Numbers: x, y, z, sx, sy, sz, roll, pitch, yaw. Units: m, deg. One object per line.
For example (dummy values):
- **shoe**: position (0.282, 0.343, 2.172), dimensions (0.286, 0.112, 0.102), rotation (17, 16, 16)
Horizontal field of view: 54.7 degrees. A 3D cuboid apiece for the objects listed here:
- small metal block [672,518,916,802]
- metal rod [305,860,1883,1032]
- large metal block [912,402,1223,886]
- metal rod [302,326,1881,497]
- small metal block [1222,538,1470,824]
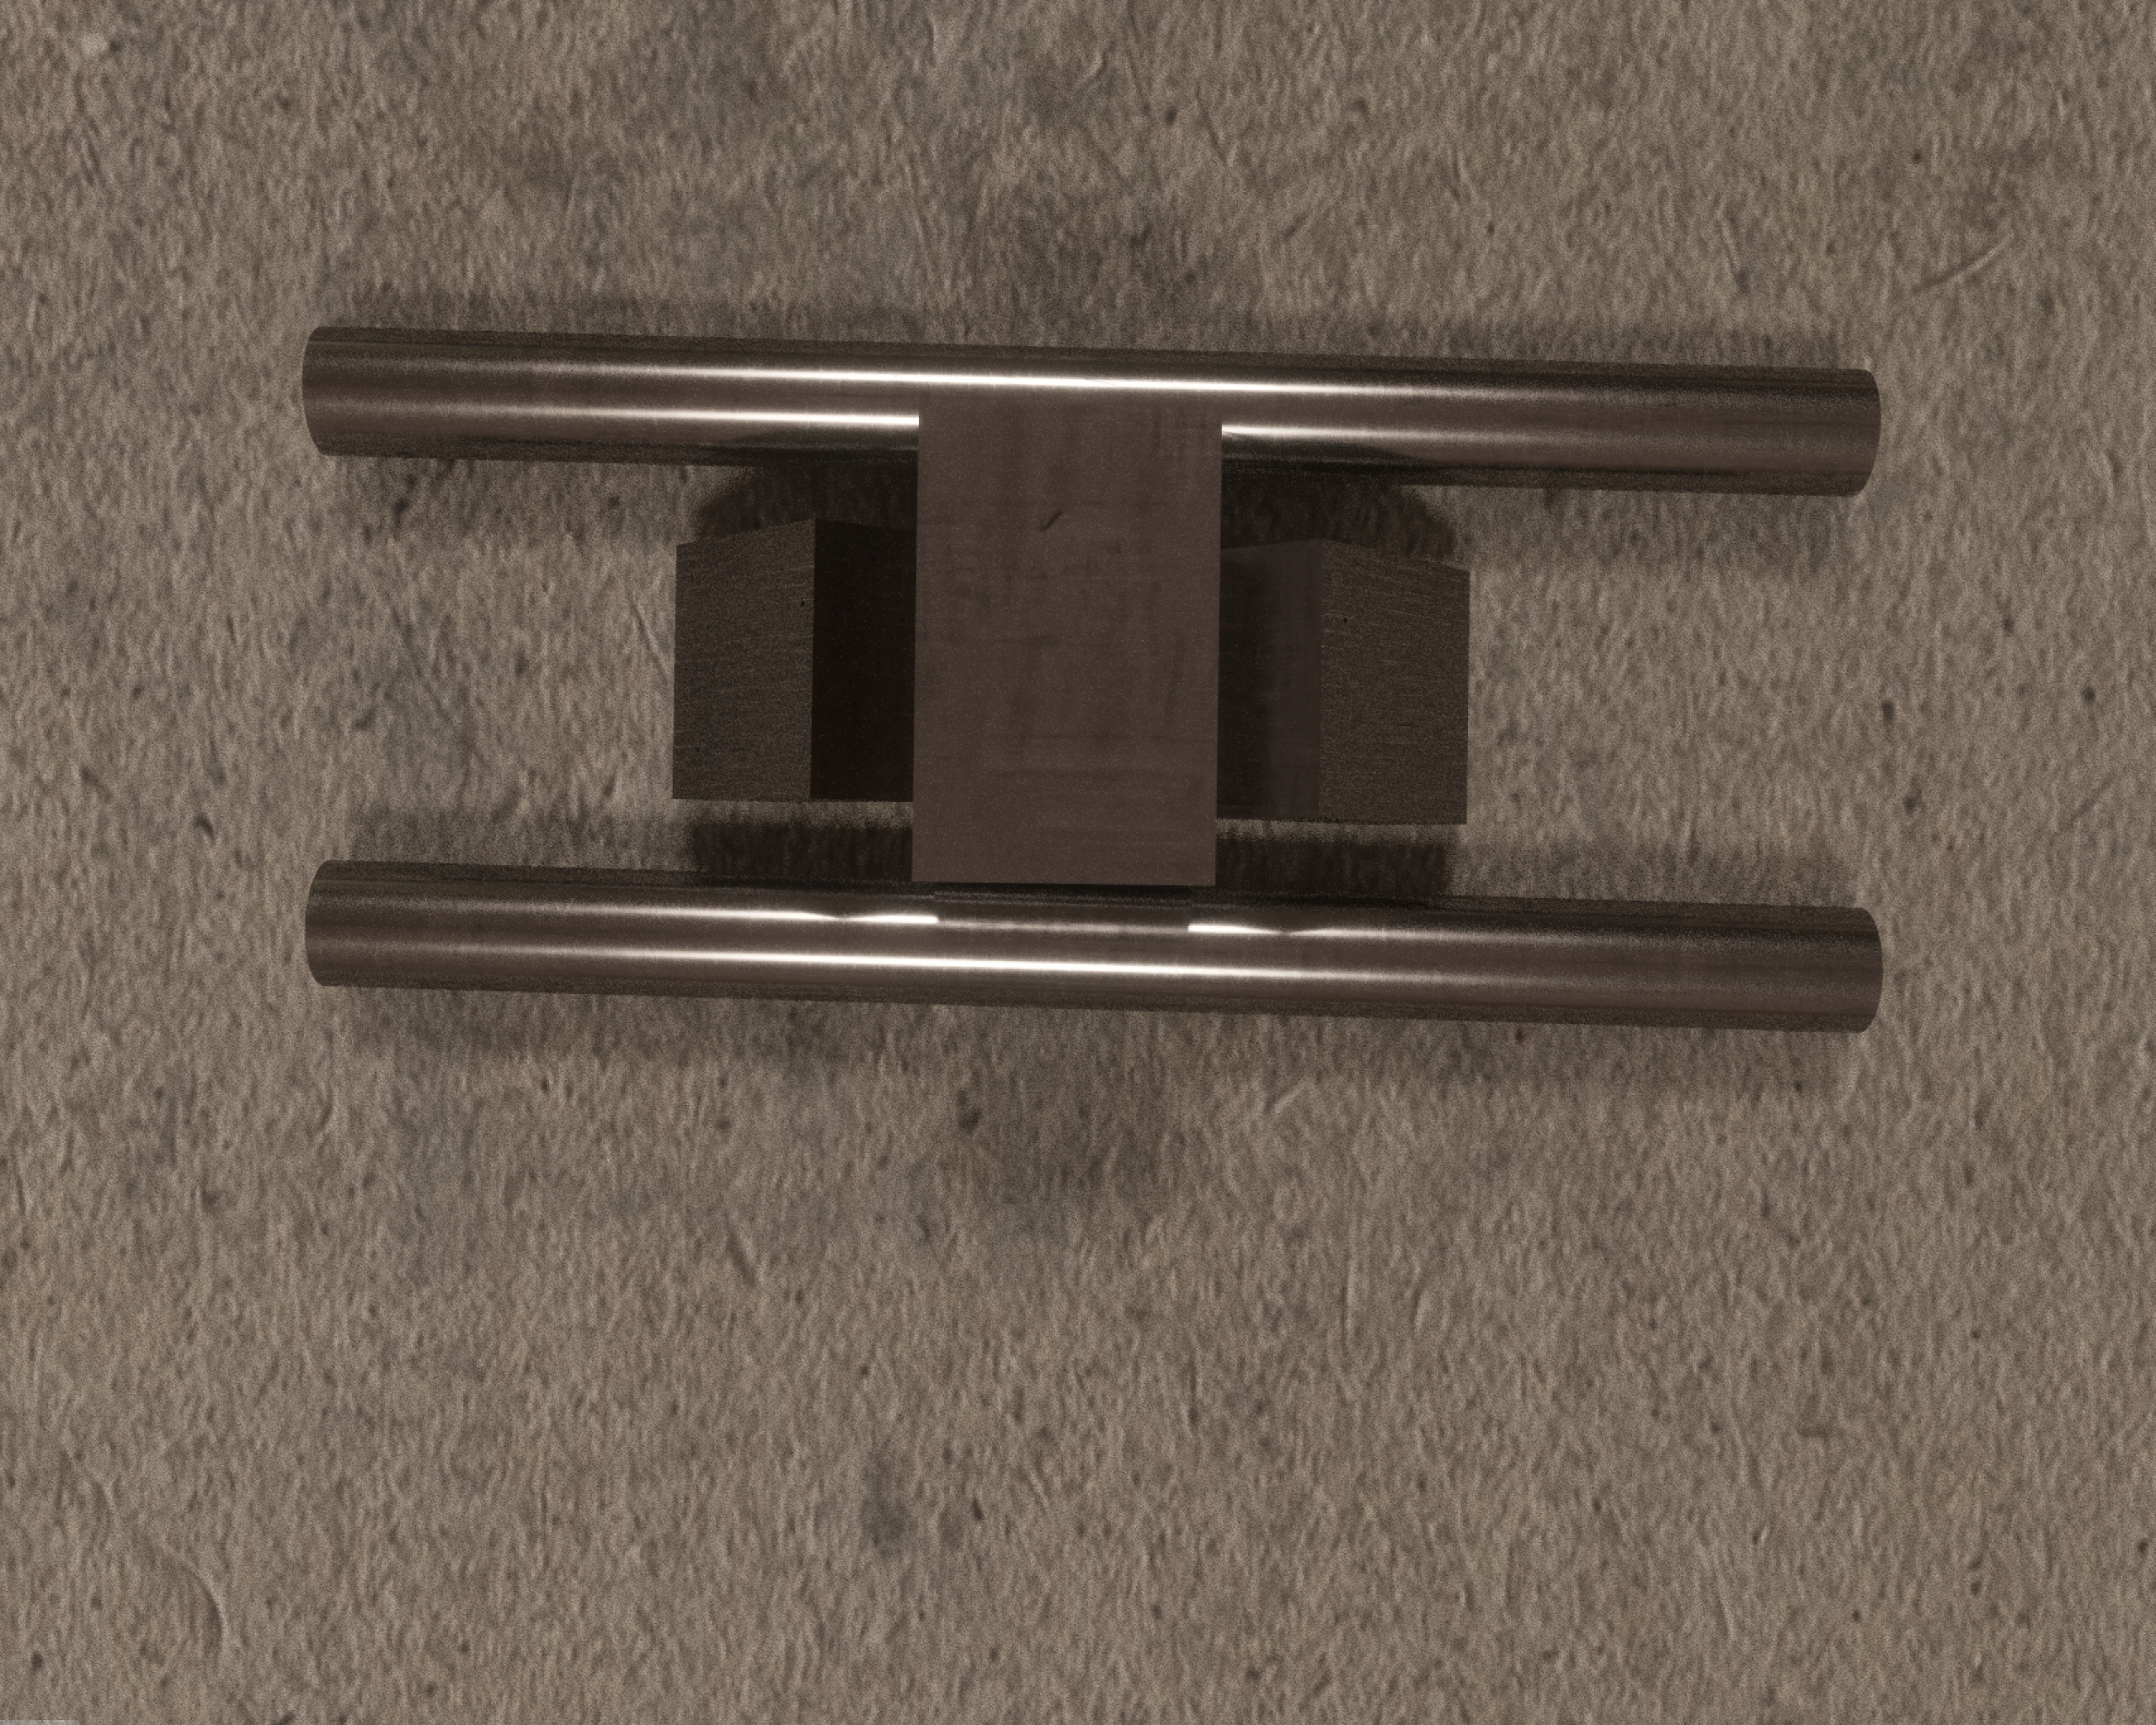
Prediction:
- **small metal block**: position (-0.053, -0.037, 0.397), dimensions (0.025, 0.050, 0.050), rotation (1, 91, -40)
- **metal rod**: position (0.004, 0.017, 0.411), dimensions (0.302, 0.025, 0.025), rotation (2, 90, -1)
- **large metal block**: position (-0.002, -0.037, 0.386), dimensions (0.050, 0.080, 0.079), rotation (1, 90, 0)
- **metal rod**: position (0.003, -0.089, 0.411), dimensions (0.302, 0.025, 0.025), rotation (1, 90, -1)
- **small metal block**: position (0.051, -0.033, 0.398), dimensions (0.025, 0.050, 0.050), rotation (0, 90, 41)
